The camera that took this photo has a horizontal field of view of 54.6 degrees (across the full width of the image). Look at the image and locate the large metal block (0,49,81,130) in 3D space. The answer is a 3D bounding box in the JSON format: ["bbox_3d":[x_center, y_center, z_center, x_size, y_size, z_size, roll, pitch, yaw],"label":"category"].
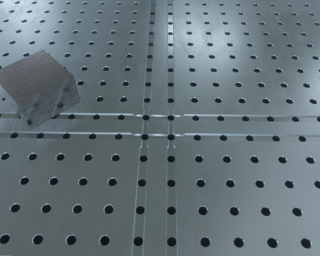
[{"bbox_3d":[-0.174,-0.056,0.438,0.080,0.050,0.080,-36,59,-26],"label":"large metal block"}]
